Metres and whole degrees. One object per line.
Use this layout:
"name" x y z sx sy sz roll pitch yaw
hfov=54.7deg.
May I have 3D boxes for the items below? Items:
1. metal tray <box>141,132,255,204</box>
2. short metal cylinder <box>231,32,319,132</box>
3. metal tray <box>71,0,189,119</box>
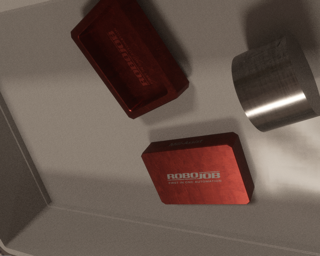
"metal tray" 0.049 0.058 0.415 0.130 0.030 0.090 -9 114 31
"short metal cylinder" 0.110 -0.041 0.289 0.050 0.080 0.080 -21 107 36
"metal tray" -0.037 -0.081 0.364 0.090 0.030 0.130 -23 107 45
